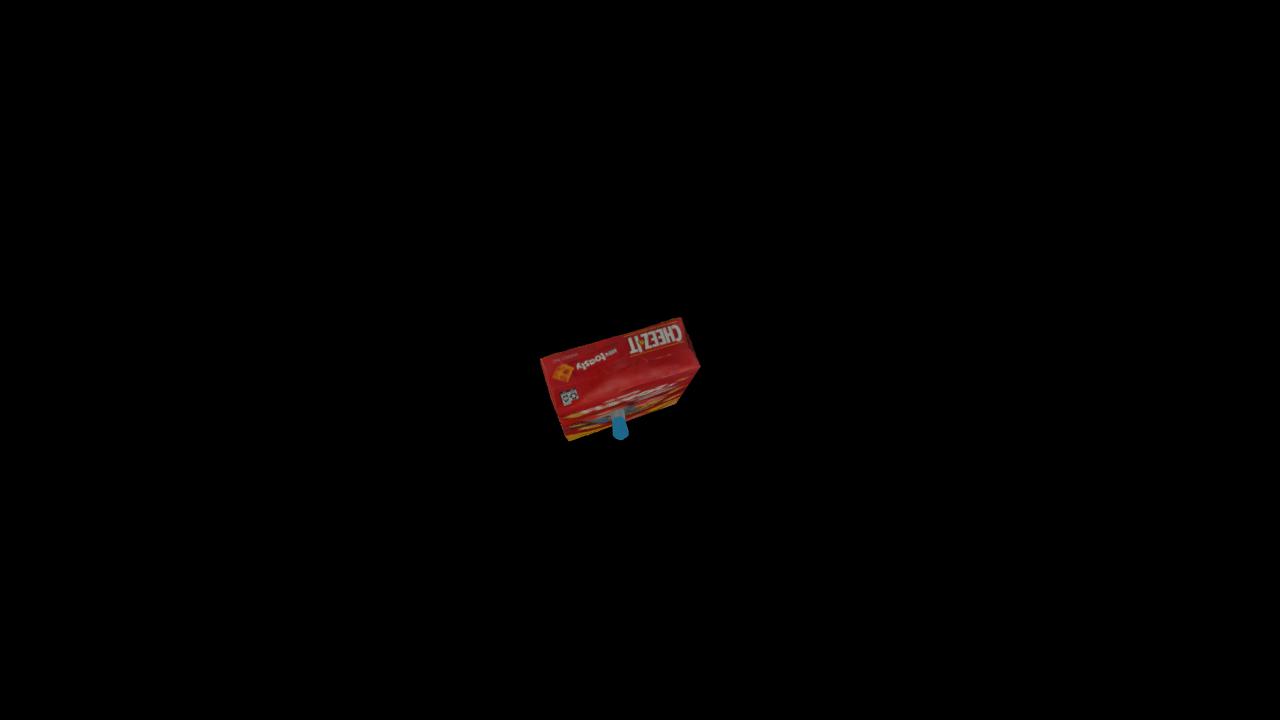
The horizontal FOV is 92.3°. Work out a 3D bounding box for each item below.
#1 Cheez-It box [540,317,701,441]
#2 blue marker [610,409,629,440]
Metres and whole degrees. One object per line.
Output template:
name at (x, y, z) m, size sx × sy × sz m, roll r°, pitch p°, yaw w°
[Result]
Cheez-It box at (-0.027, 0.031, 0.762) m, size 0.166 × 0.071 × 0.223 m, roll -18°, pitch -13°, yaw -8°
blue marker at (-0.030, 0.054, 0.751) m, size 0.020 × 0.020 × 0.121 m, roll 0°, pitch 35°, yaw -10°
